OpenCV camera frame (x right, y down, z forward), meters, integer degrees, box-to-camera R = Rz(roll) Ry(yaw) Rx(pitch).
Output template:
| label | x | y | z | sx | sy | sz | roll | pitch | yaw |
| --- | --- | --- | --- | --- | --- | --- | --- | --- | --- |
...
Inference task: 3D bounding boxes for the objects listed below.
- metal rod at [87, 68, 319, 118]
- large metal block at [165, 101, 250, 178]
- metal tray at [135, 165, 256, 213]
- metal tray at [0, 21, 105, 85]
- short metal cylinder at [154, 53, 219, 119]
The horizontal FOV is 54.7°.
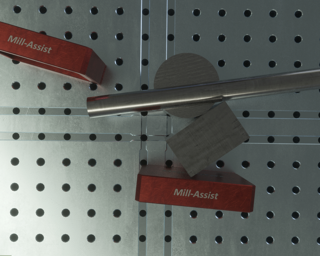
| label | x | y | z | sx | sy | sz | roll | pitch | yaw |
| --- | --- | --- | --- | --- | --- | --- | --- | --- | --- |
| metal rod | 0.067 | -0.043 | 0.363 | 0.302 | 0.025 | 0.025 | -7 | 90 | -1 |
| large metal block | 0.054 | 0.012 | 0.386 | 0.080 | 0.080 | 0.050 | -34 | 90 | 0 |
| metal tray | 0.039 | 0.071 | 0.381 | 0.131 | 0.090 | 0.030 | 6 | 90 | 0 |
| metal tray | -0.141 | -0.091 | 0.379 | 0.131 | 0.090 | 0.030 | 16 | 90 | 0 |
| short metal cylinder | 0.033 | -0.052 | 0.401 | 0.081 | 0.050 | 0.079 | 0 | 90 | -1 |
